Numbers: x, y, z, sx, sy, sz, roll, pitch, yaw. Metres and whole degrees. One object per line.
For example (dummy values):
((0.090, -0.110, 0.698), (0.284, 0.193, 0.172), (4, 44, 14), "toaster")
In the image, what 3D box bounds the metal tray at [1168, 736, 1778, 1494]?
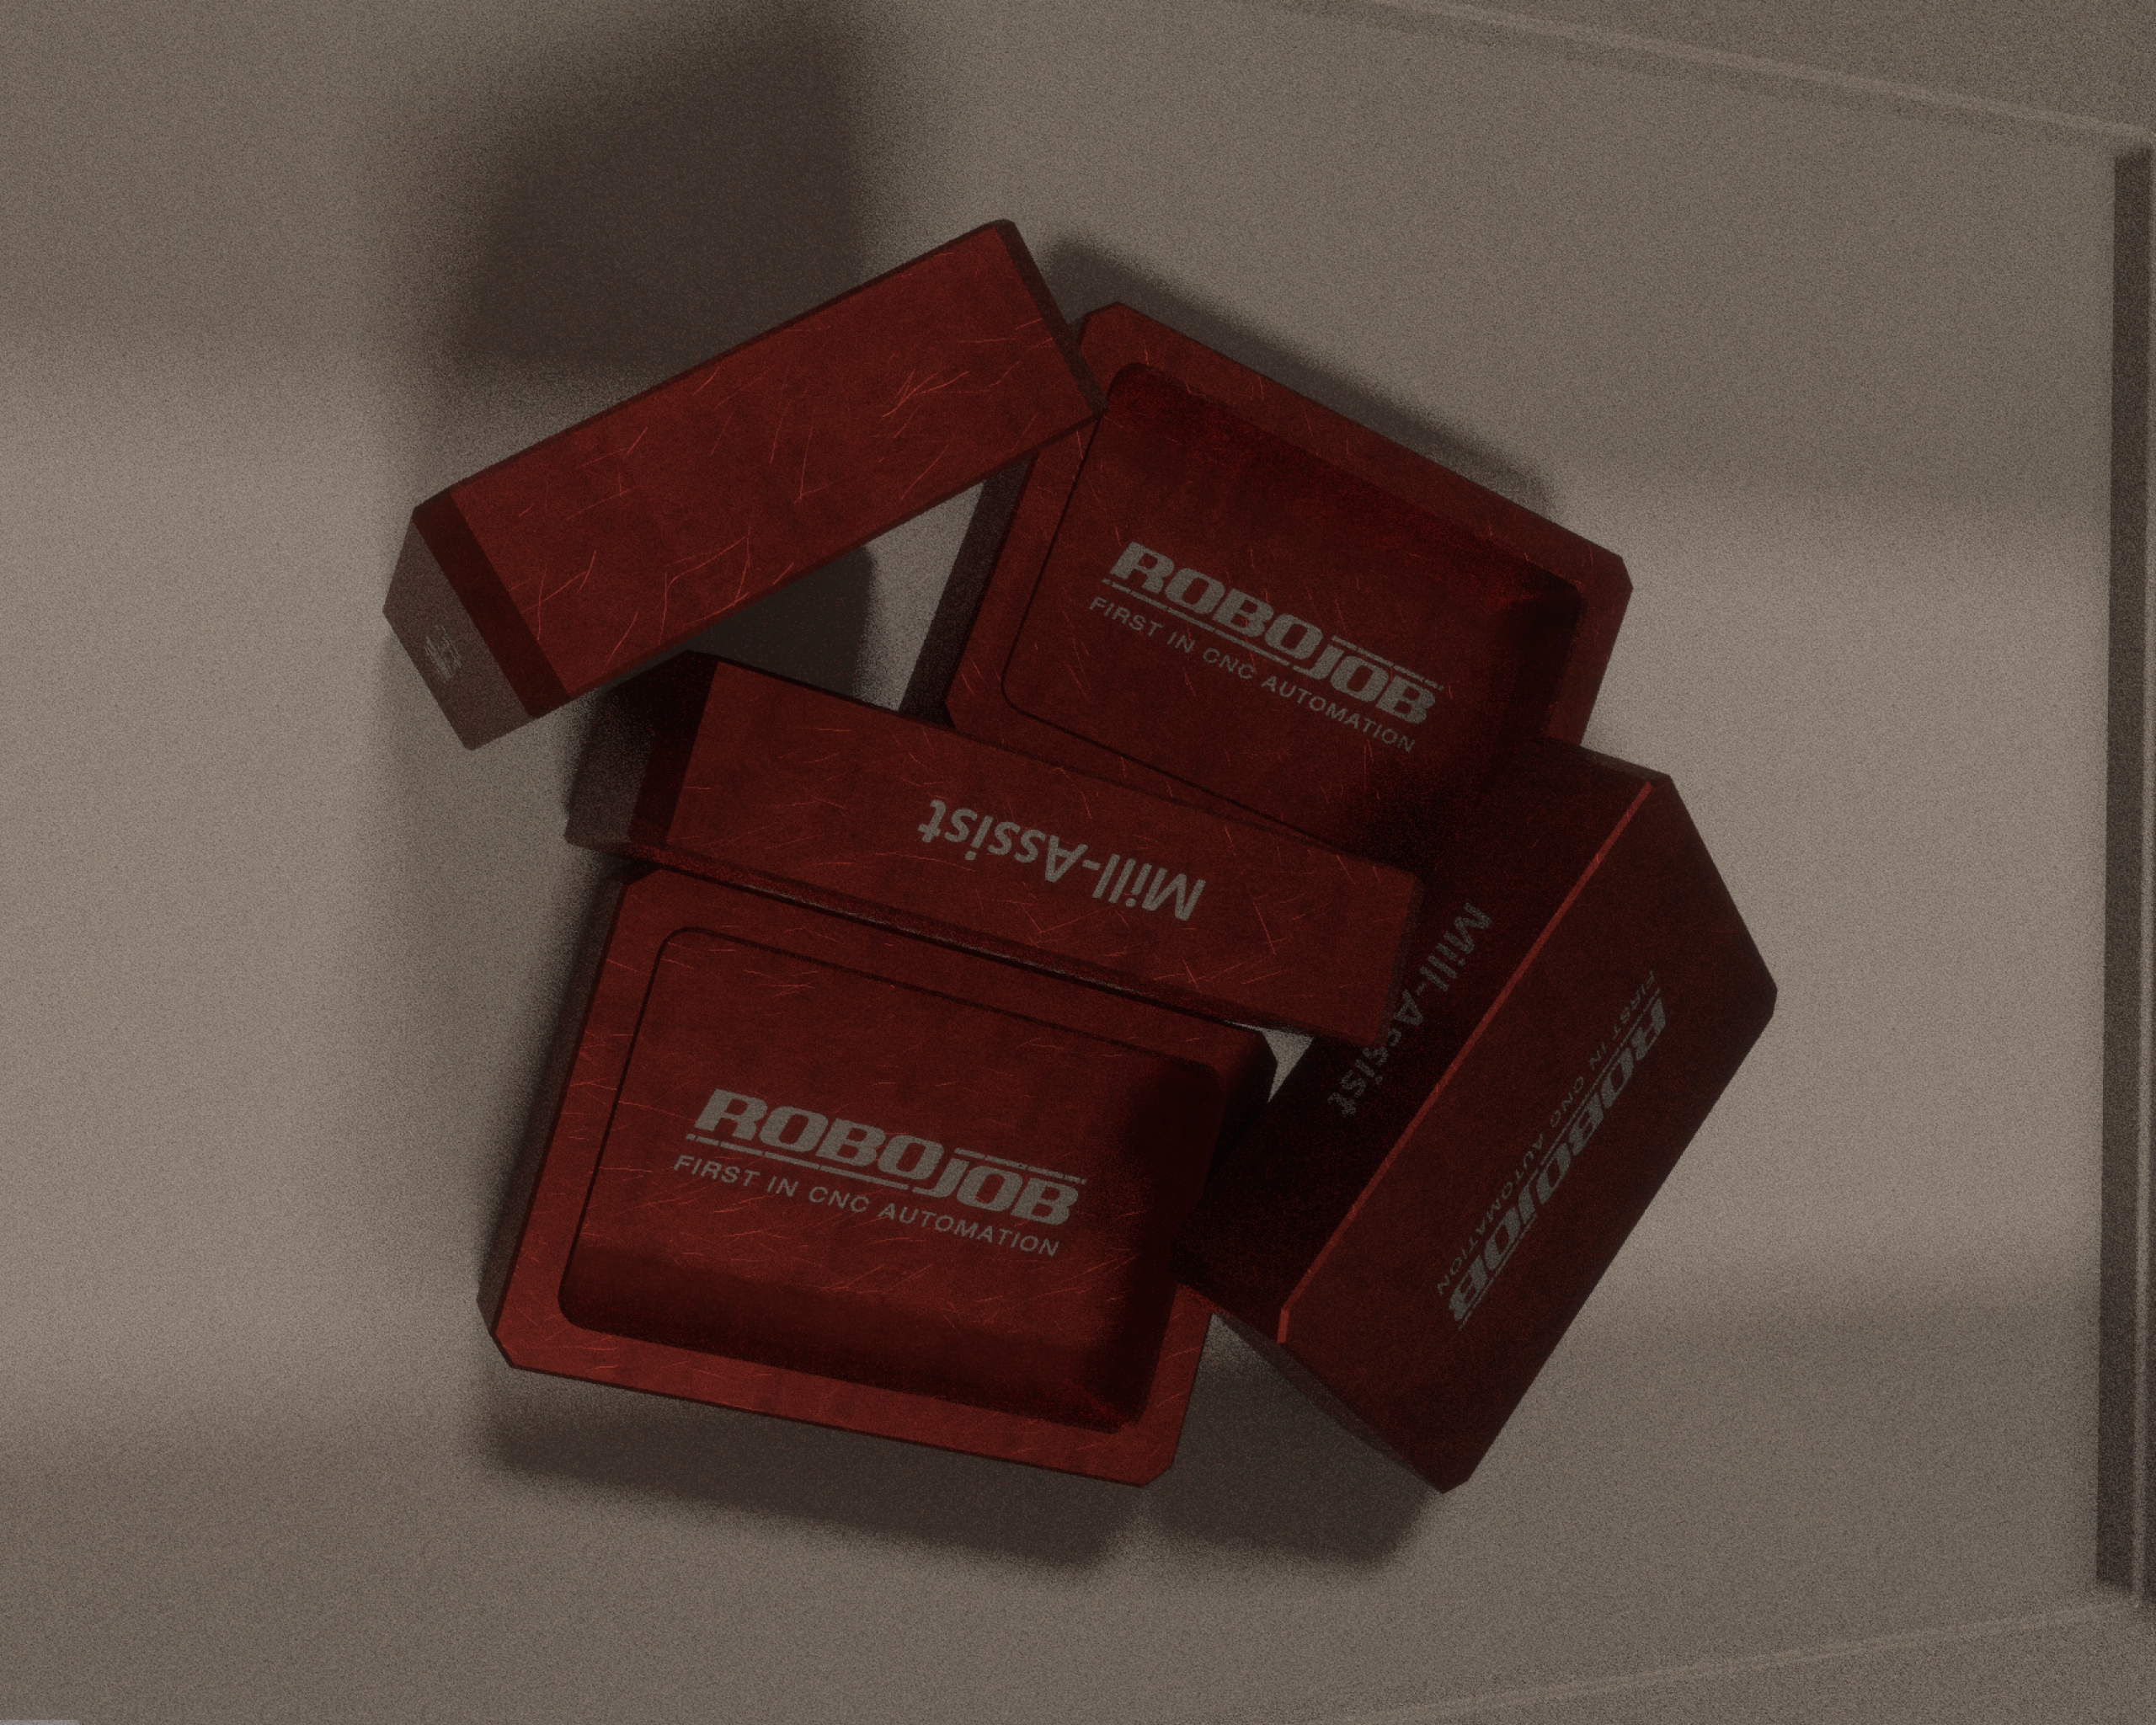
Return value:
((0.084, 0.051, 0.417), (0.130, 0.030, 0.090), (-53, 135, -12), "metal tray")

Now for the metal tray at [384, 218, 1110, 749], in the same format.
((-0.060, -0.054, 0.330), (0.091, 0.130, 0.030), (-31, 101, -17), "metal tray")

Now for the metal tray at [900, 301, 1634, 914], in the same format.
((0.040, -0.043, 0.422), (0.131, 0.030, 0.090), (22, 83, -19), "metal tray")

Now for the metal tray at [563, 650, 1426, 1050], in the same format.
((-0.018, 0.000, 0.367), (0.131, 0.090, 0.030), (17, 85, -20), "metal tray")

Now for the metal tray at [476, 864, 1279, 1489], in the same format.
((-0.035, 0.059, 0.393), (0.131, 0.030, 0.090), (17, 84, -20), "metal tray")
